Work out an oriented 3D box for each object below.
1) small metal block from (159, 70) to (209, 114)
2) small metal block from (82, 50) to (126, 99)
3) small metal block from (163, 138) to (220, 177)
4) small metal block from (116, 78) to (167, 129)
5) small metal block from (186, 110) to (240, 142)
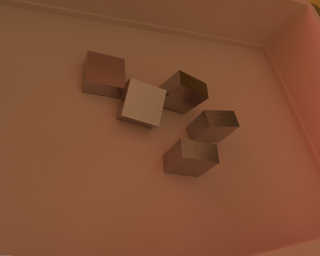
[{"bbox_3d":[0.030,-0.048,0.428,0.050,0.050,0.025,20,53,-34],"label":"small metal block"},{"bbox_3d":[-0.074,-0.070,0.408,0.050,0.025,0.050,9,58,-23],"label":"small metal block"},{"bbox_3d":[0.037,0.039,0.386,0.050,0.050,0.025,11,57,-22],"label":"small metal block"},{"bbox_3d":[-0.024,-0.031,0.400,0.050,0.025,0.050,17,76,-20],"label":"small metal block"},{"bbox_3d":[0.072,-0.001,0.429,0.050,0.050,0.025,-1,62,-29],"label":"small metal block"}]
